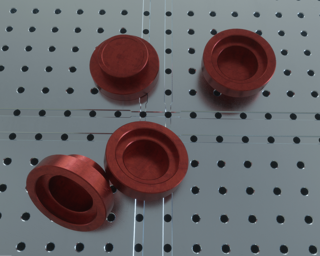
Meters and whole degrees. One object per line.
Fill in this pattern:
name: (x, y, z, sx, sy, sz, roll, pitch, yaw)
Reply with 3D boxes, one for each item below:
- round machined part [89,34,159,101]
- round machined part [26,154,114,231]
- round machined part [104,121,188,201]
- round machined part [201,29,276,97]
round machined part: (-0.050, -0.091, 0.435, 0.099, 0.042, 0.098, 0, 70, -1)
round machined part: (-0.098, 0.069, 0.357, 0.098, 0.097, 0.042, 20, 36, 7)
round machined part: (-0.019, 0.043, 0.376, 0.099, 0.042, 0.098, 9, 52, -11)
round machined part: (0.107, -0.087, 0.436, 0.099, 0.042, 0.098, 0, 70, -1)
